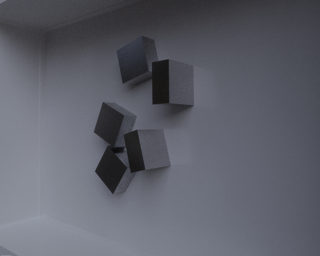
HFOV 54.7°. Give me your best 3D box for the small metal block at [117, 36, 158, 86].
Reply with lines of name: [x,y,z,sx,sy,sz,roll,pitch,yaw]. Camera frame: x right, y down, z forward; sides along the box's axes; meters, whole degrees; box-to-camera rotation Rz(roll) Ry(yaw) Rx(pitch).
small metal block: [-0.030,-0.092,0.429,0.050,0.025,0.050,-18,79,38]

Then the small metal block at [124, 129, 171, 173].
small metal block: [-0.016,0.029,0.402,0.025,0.050,0.050,-20,78,38]

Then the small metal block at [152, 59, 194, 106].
small metal block: [0.017,-0.053,0.375,0.025,0.050,0.050,-1,89,40]

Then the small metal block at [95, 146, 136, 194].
small metal block: [-0.064,0.060,0.457,0.050,0.025,0.050,43,116,31]

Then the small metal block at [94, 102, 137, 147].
small metal block: [-0.067,-0.005,0.460,0.050,0.025,0.050,31,109,35]
